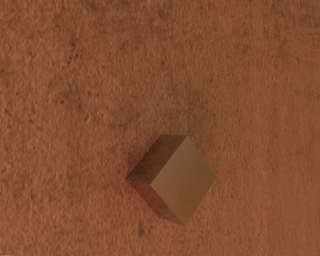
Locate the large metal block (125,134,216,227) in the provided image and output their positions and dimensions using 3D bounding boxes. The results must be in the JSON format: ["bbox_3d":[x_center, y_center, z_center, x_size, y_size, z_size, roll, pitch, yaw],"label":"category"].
[{"bbox_3d":[0.017,0.065,0.401,0.080,0.050,0.080,-51,120,-28],"label":"large metal block"}]
